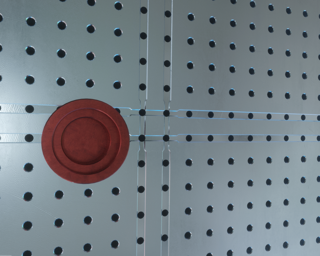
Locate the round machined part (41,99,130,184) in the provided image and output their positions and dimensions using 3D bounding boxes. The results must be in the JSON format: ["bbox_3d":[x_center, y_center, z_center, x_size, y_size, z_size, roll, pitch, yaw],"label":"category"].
[{"bbox_3d":[-0.089,0.015,0.371,0.099,0.042,0.097,0,90,-21],"label":"round machined part"}]
